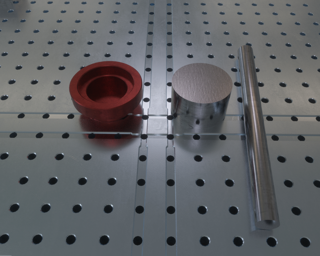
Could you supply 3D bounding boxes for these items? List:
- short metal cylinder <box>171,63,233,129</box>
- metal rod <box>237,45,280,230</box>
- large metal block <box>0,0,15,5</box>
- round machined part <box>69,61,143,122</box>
[{"bbox_3d":[0.056,-0.045,0.430,0.081,0.050,0.080,0,50,0],"label":"short metal cylinder"},{"bbox_3d":[0.127,-0.013,0.419,0.025,0.025,0.300,4,50,4],"label":"metal rod"},{"bbox_3d":[-0.342,-0.299,0.640,0.081,0.050,0.080,-2,50,-2],"label":"large metal block"},{"bbox_3d":[-0.073,-0.047,0.436,0.099,0.042,0.098,0,50,0],"label":"round machined part"}]
